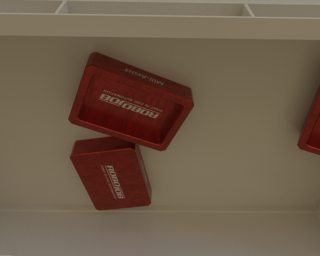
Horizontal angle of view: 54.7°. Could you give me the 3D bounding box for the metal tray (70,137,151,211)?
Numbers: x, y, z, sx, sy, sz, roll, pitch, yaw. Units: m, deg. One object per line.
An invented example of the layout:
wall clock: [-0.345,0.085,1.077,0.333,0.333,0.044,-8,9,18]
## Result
metal tray: [-0.068,0.071,0.465,0.090,0.030,0.129,-7,130,6]

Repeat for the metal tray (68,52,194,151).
metal tray: [-0.036,-0.027,0.381,0.131,0.030,0.089,19,128,-16]

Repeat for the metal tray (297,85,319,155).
metal tray: [0.230,-0.017,0.368,0.090,0.030,0.129,18,133,19]

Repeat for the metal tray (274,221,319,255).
metal tray: [0.292,0.218,0.596,0.131,0.030,0.090,-10,130,8]
